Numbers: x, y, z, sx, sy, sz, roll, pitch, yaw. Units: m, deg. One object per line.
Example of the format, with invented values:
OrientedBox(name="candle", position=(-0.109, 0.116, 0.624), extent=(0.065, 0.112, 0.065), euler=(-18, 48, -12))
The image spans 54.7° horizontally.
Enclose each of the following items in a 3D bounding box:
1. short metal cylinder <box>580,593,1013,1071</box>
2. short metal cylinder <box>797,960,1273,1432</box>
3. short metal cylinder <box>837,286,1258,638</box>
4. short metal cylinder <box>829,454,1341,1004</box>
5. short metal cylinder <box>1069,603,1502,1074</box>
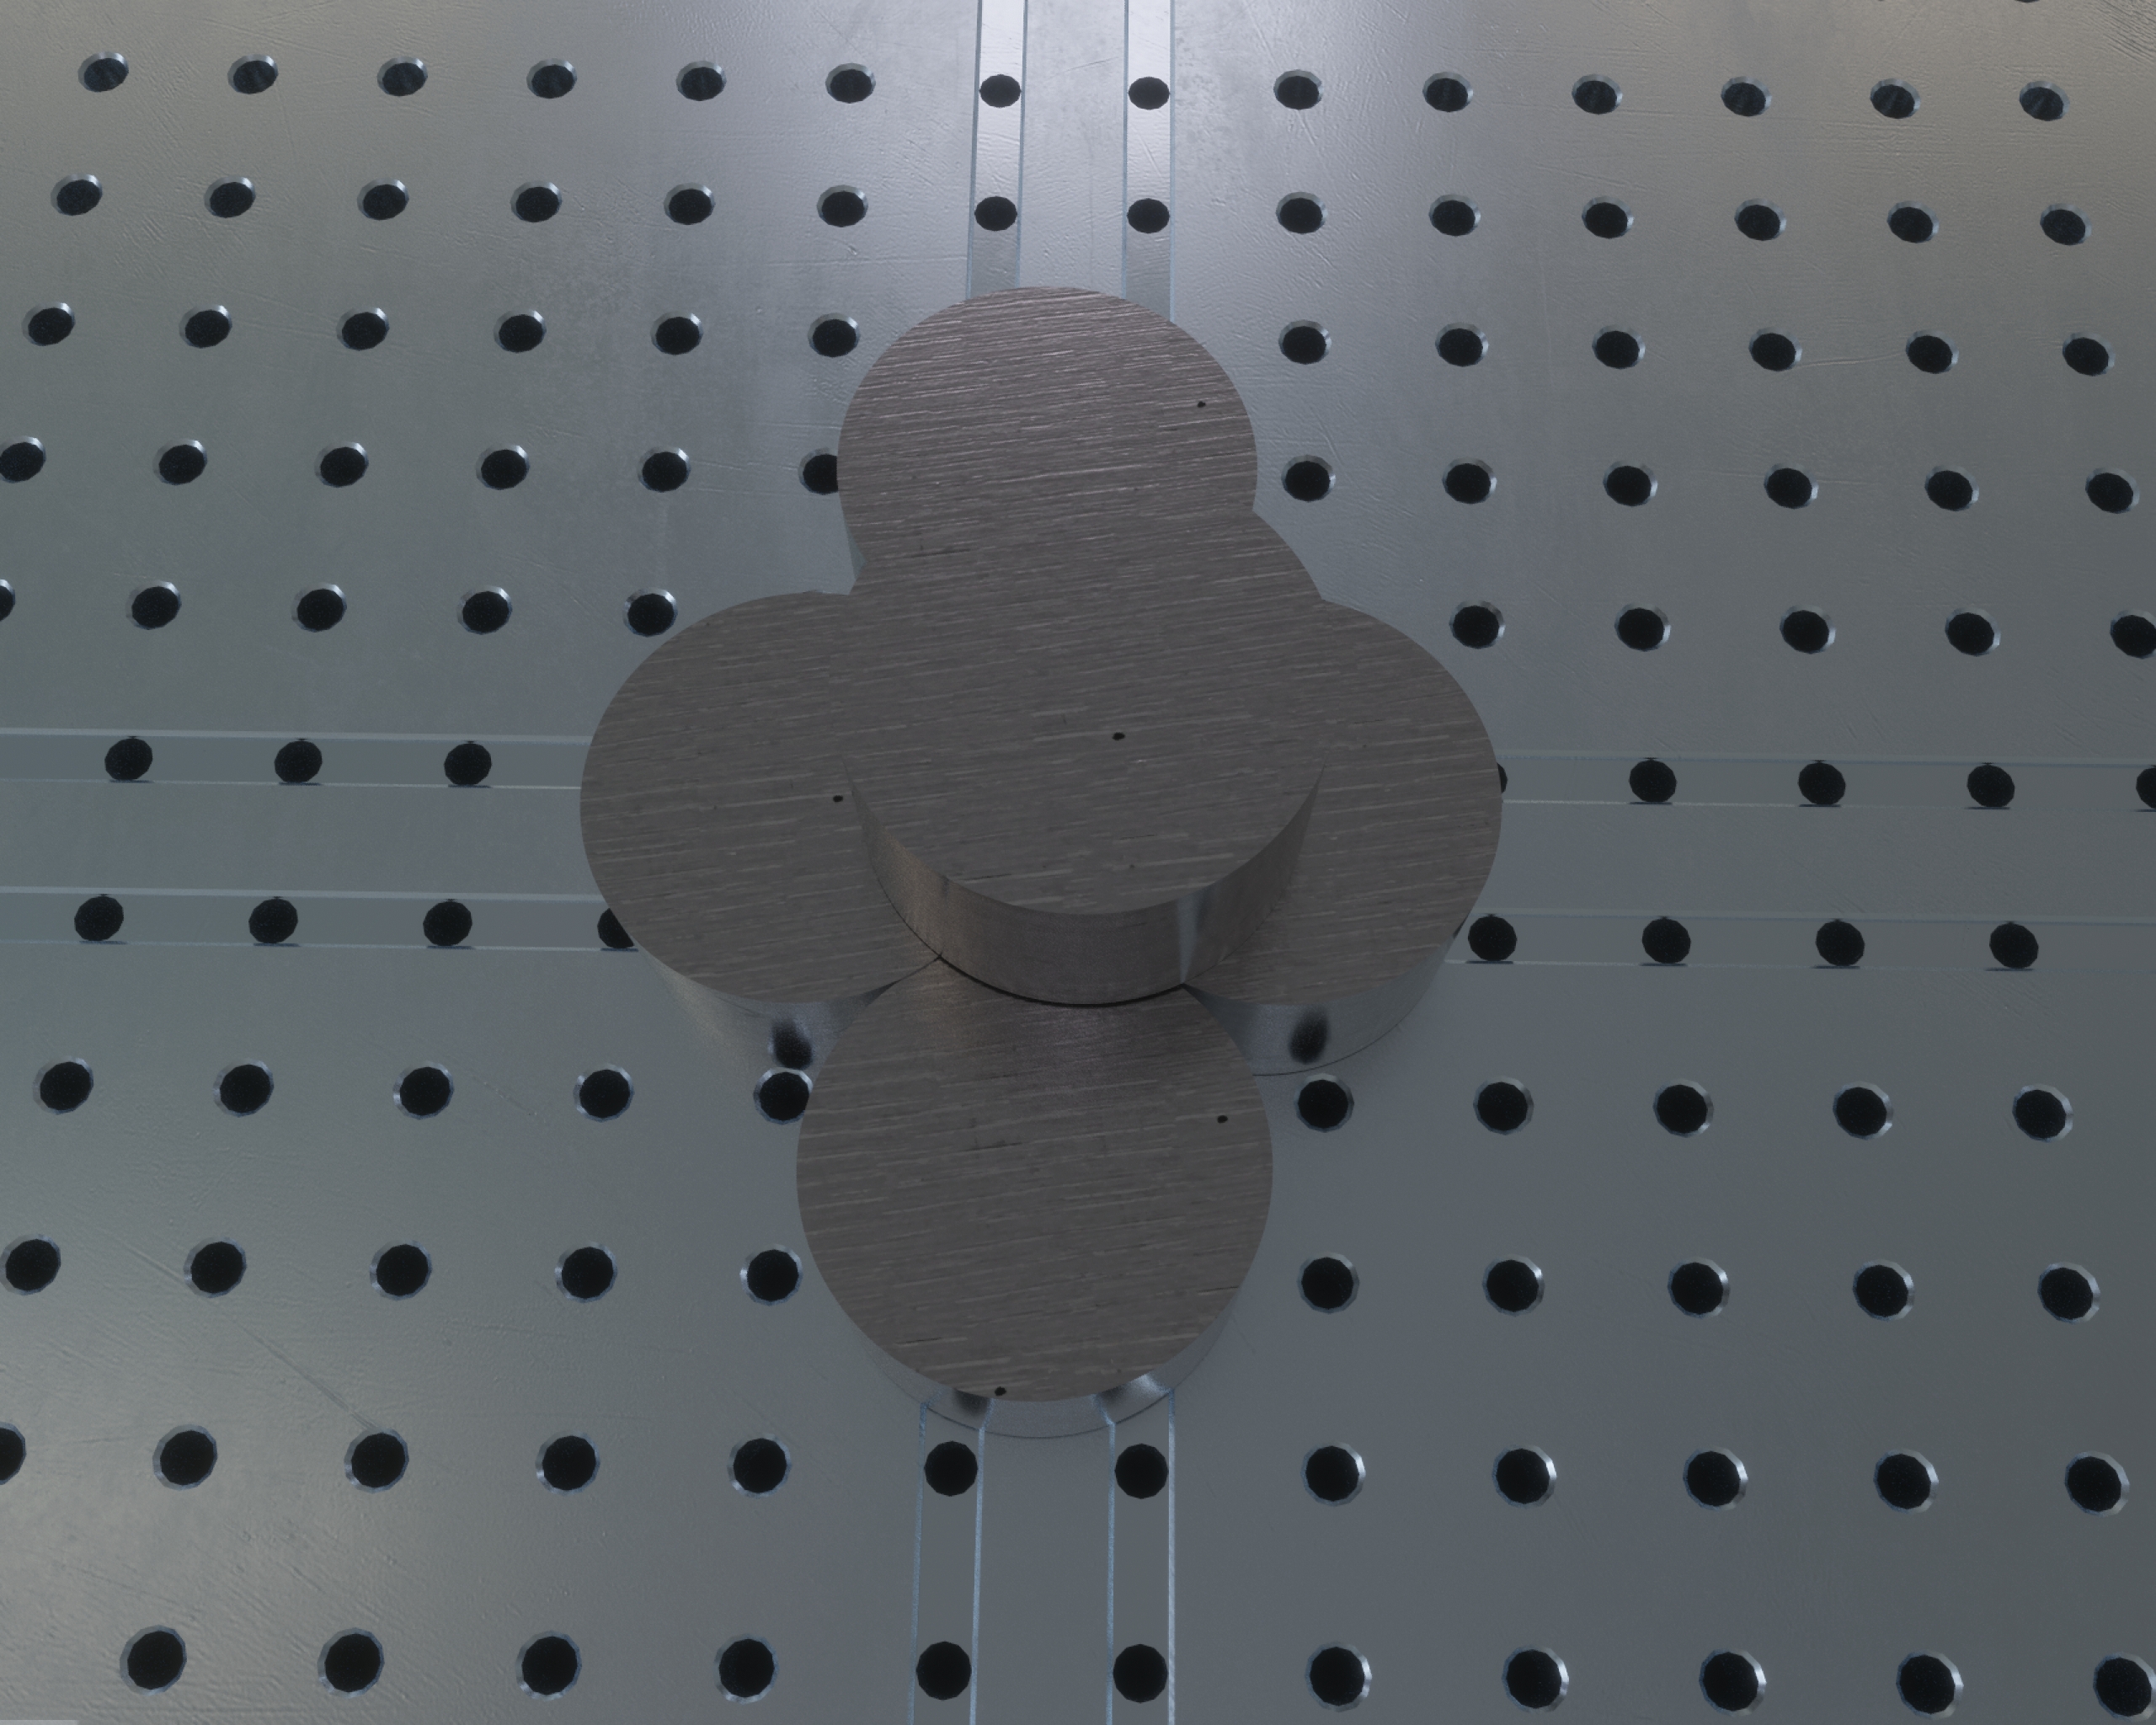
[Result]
OrientedBox(name="short metal cylinder", position=(-0.049, -0.005, 0.400), extent=(0.081, 0.050, 0.080), euler=(0, 70, 0))
OrientedBox(name="short metal cylinder", position=(-0.007, 0.060, 0.376), extent=(0.081, 0.050, 0.080), euler=(0, 68, 0))
OrientedBox(name="short metal cylinder", position=(-0.006, -0.068, 0.423), extent=(0.081, 0.050, 0.080), euler=(0, 70, -1))
OrientedBox(name="short metal cylinder", position=(0.001, -0.021, 0.352), extent=(0.081, 0.050, 0.080), euler=(0, 70, 0))
OrientedBox(name="short metal cylinder", position=(0.036, -0.004, 0.399), extent=(0.081, 0.050, 0.080), euler=(0, 70, 0))
